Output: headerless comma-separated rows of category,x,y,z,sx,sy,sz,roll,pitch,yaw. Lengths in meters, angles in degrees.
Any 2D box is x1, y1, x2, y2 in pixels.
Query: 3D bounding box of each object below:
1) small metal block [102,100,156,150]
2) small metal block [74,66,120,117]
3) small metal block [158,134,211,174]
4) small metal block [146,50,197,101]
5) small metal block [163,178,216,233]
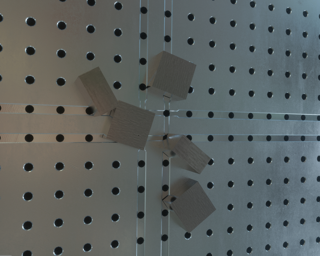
small metal block,-0.040,-0.003,0.399,0.050,0.025,0.050,20,83,-19
small metal block,-0.076,-0.042,0.372,0.025,0.050,0.050,-31,101,-18
small metal block,0.031,0.033,0.412,0.050,0.050,0.025,41,77,-16
small metal block,0.015,-0.069,0.419,0.050,0.025,0.050,19,84,-20
small metal block,0.041,0.107,0.429,0.050,0.025,0.050,-36,102,-17
